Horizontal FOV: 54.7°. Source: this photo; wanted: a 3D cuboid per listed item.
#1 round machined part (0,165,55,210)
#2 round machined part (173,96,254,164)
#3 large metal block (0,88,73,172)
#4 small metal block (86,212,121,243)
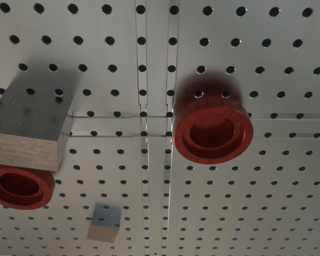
[{"bbox_3d":[-0.207,0.077,0.464,0.099,0.042,0.097,0,130,0],"label":"round machined part"},{"bbox_3d":[0.066,-0.001,0.400,0.099,0.042,0.097,0,130,0],"label":"round machined part"},{"bbox_3d":[-0.156,0.001,0.375,0.081,0.080,0.050,9,130,-8],"label":"large metal block"},{"bbox_3d":[-0.103,0.183,0.566,0.050,0.025,0.050,14,129,-12],"label":"small metal block"}]
